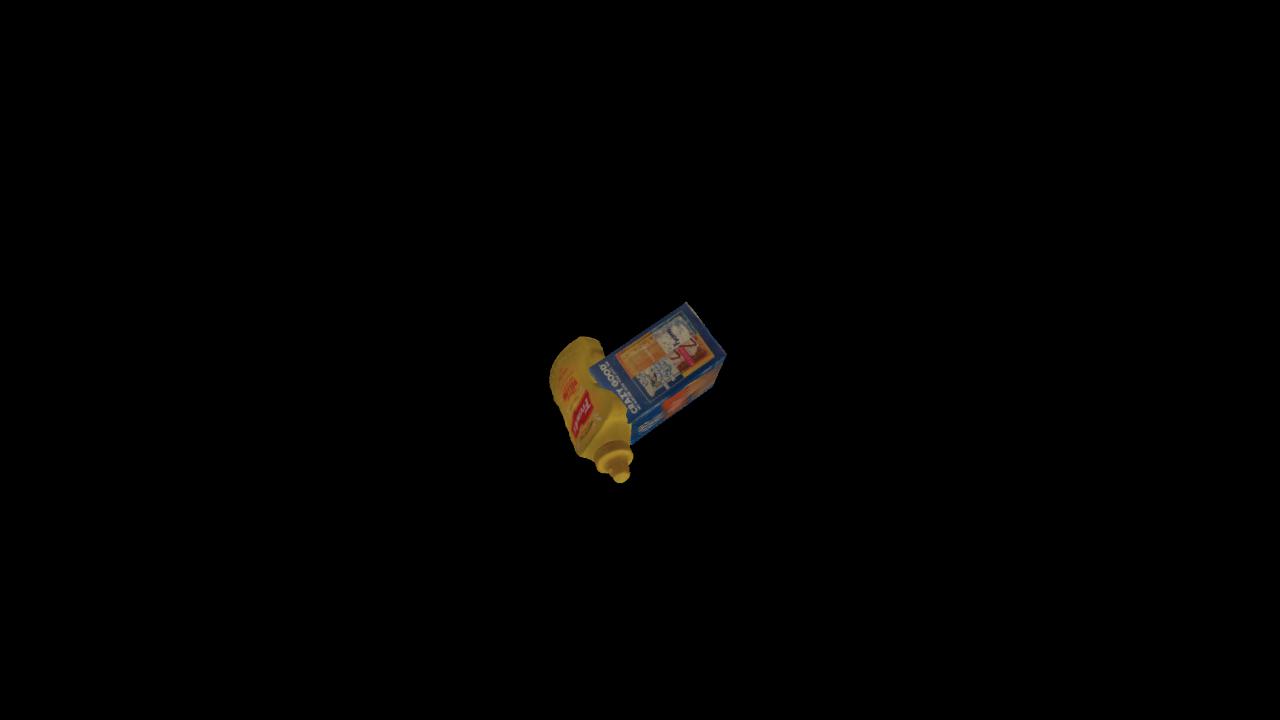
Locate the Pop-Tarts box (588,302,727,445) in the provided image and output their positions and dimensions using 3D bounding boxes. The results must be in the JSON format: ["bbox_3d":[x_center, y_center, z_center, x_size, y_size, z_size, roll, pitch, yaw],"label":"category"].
[{"bbox_3d":[0.021,0.024,0.769,0.141,0.083,0.167,-34,-14,-9],"label":"Pop-Tarts box"}]

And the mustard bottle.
[{"bbox_3d":[-0.050,0.064,0.708,0.054,0.092,0.184,17,33,-41],"label":"mustard bottle"}]
